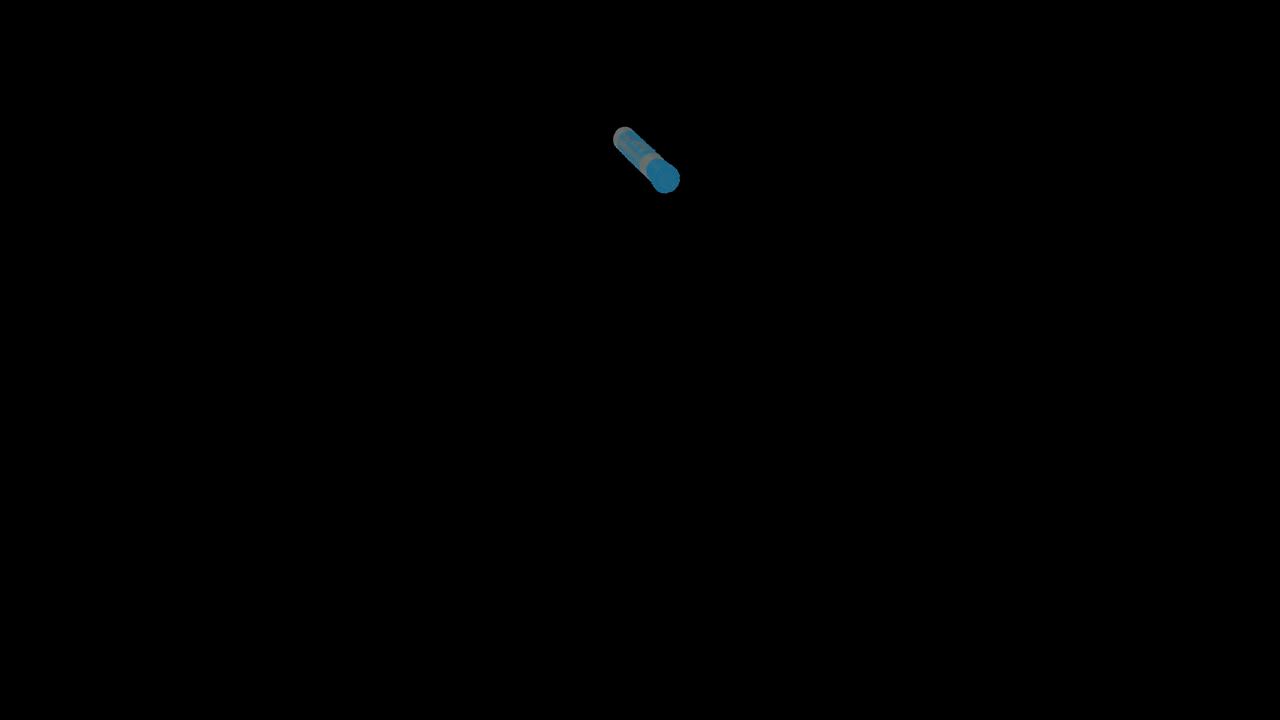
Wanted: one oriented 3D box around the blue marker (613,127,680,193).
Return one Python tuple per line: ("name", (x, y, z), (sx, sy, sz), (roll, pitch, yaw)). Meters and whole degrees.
("blue marker", (0.003, -0.146, 0.445), (0.020, 0.020, 0.121), (0, 31, -18))
